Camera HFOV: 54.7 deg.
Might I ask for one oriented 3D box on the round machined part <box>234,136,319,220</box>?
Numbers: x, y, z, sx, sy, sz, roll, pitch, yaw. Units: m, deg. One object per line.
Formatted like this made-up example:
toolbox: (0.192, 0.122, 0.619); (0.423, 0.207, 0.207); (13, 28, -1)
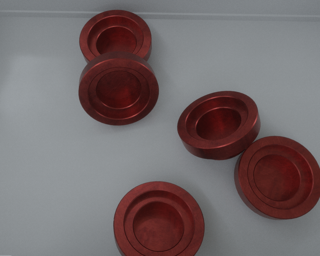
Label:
round machined part: (0.140, 0.062, 0.379); (0.099, 0.042, 0.098); (1, 71, -2)

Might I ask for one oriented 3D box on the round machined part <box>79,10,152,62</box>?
round machined part: (-0.061, -0.116, 0.442); (0.099, 0.042, 0.098); (0, 70, -1)

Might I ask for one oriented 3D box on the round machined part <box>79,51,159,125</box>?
round machined part: (-0.053, -0.054, 0.398); (0.099, 0.097, 0.042); (-11, 40, -4)

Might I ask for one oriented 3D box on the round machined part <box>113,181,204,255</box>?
round machined part: (-0.002, 0.113, 0.350); (0.099, 0.042, 0.098); (3, 53, -4)

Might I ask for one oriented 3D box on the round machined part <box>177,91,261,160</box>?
round machined part: (0.075, 0.001, 0.385); (0.098, 0.042, 0.098); (-16, 41, 14)
